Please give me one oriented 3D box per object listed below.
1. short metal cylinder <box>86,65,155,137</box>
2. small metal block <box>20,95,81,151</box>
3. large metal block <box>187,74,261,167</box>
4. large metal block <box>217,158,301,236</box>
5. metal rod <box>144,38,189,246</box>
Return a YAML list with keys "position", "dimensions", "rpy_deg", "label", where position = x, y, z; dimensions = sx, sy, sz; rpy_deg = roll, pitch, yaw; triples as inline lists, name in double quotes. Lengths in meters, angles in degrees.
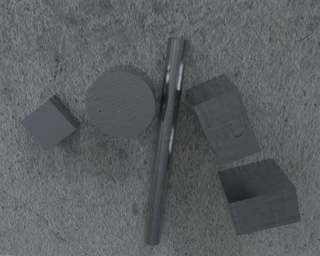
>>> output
- position: [-0.046, -0.035, 0.383]
  dimensions: [0.081, 0.050, 0.079]
  rpy_deg: [0, 110, 0]
  label: "short metal cylinder"
- position: [-0.142, -0.007, 0.406]
  dimensions: [0.050, 0.025, 0.050]
  rpy_deg: [-35, 107, 12]
  label: "small metal block"
- position: [0.075, -0.012, 0.377]
  dimensions: [0.050, 0.080, 0.080]
  rpy_deg: [-23, 109, 8]
  label: "large metal block"
- position: [0.128, 0.089, 0.415]
  dimensions: [0.080, 0.080, 0.050]
  rpy_deg: [-15, 110, 5]
  label: "large metal block"
- position: [0.005, 0.032, 0.421]
  dimensions: [0.025, 0.025, 0.298]
  rpy_deg: [6, 110, -3]
  label: "metal rod"
